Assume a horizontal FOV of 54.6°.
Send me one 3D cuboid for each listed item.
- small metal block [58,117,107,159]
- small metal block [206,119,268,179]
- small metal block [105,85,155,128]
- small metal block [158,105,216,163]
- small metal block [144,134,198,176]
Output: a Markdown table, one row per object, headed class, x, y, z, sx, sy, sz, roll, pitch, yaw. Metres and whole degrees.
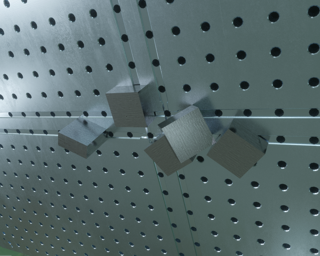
| class | x | y | z | sx | sy | sz | roll | pitch | yaw |
| --- | --- | --- | --- | --- | --- | --- | --- | --- | --- |
| small metal block | -0.116 | 0.013 | 0.465 | 0.050 | 0.050 | 0.025 | 23 | 127 | 14 |
| small metal block | 0.094 | 0.026 | 0.378 | 0.050 | 0.025 | 0.050 | 35 | 129 | 4 |
| small metal block | -0.039 | -0.029 | 0.415 | 0.050 | 0.025 | 0.050 | 1 | 119 | 28 |
| small metal block | 0.033 | 0.007 | 0.381 | 0.050 | 0.025 | 0.050 | -30 | 105 | -5 |
| small metal block | 0.015 | 0.031 | 0.423 | 0.050 | 0.025 | 0.050 | 48 | 129 | -6 |
